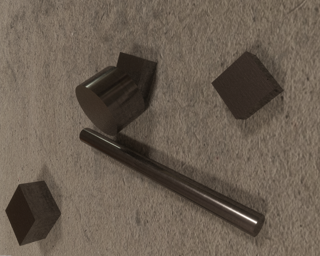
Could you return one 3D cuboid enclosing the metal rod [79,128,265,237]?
[{"bbox_3d":[-0.009,0.056,0.410,0.300,0.025,0.025,22,104,37],"label":"metal rod"}]

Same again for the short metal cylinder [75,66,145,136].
[{"bbox_3d":[-0.067,-0.036,0.416,0.080,0.050,0.080,35,149,25],"label":"short metal cylinder"}]

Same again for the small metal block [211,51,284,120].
[{"bbox_3d":[0.092,-0.044,0.328,0.050,0.025,0.050,-43,64,31],"label":"small metal block"}]

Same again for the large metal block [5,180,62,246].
[{"bbox_3d":[-0.240,0.159,0.583,0.080,0.050,0.080,51,120,27],"label":"large metal block"}]

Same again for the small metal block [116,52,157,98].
[{"bbox_3d":[-0.037,-0.074,0.433,0.050,0.025,0.050,26,106,36],"label":"small metal block"}]
